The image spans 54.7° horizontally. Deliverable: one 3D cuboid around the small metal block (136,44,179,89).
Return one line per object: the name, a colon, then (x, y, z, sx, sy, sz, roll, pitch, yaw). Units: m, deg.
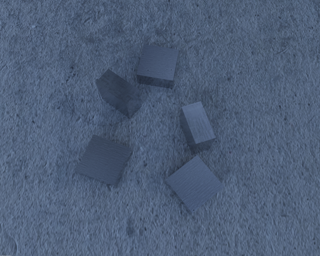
small metal block: (-0.003, -0.087, 0.440, 0.050, 0.025, 0.050, 10, 70, 3)

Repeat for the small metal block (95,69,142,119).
small metal block: (-0.053, -0.044, 0.410, 0.050, 0.050, 0.025, 35, 74, 12)

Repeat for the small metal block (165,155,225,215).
small metal block: (0.042, 0.070, 0.383, 0.050, 0.025, 0.050, -36, 74, -12)

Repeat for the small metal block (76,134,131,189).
small metal block: (-0.070, 0.042, 0.392, 0.050, 0.025, 0.050, 20, 71, 7)

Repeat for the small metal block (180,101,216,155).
small metal block: (0.046, 0.001, 0.395, 0.025, 0.050, 0.050, -17, 71, -6)
